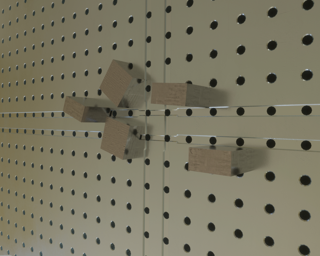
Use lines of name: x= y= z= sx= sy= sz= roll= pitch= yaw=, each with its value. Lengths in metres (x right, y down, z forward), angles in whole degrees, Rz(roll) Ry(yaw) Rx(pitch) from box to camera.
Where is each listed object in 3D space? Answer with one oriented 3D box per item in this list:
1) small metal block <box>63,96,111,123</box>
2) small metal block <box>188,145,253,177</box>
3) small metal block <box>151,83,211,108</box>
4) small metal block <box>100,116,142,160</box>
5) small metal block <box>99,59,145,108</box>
small metal block: x=-0.114 y=-0.029 z=0.484 sx=0.050 sy=0.050 sz=0.025 roll=27 pitch=107 yaw=36
small metal block: x=0.066 y=0.034 z=0.337 sx=0.050 sy=0.050 sz=0.025 roll=2 pitch=92 yaw=39
small metal block: x=0.025 y=-0.039 z=0.371 sx=0.050 sy=0.050 sz=0.025 roll=8 pitch=95 yaw=39
small metal block: x=-0.057 y=0.014 z=0.454 sx=0.050 sy=0.025 sz=0.050 roll=21 pitch=103 yaw=37
small metal block: x=-0.056 y=-0.064 z=0.454 sx=0.050 sy=0.025 sz=0.050 roll=45 pitch=117 yaw=30
